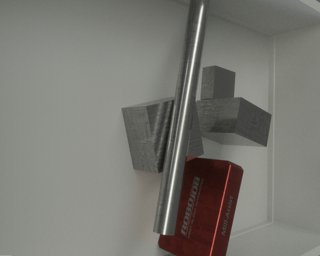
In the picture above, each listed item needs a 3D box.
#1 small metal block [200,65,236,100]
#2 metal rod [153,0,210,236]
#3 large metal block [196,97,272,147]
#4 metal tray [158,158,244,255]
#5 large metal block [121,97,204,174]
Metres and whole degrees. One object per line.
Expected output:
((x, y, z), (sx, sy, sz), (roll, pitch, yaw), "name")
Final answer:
((0.092, -0.067, 0.486), (0.050, 0.025, 0.050), (8, 85, -40), "small metal block")
((0.029, -0.030, 0.367), (0.025, 0.025, 0.299), (18, 76, -39), "metal rod")
((0.106, -0.007, 0.462), (0.080, 0.080, 0.050), (20, 77, -39), "large metal block")
((0.053, 0.106, 0.410), (0.030, 0.090, 0.130), (26, 74, -38), "metal tray")
((0.005, 0.005, 0.397), (0.081, 0.050, 0.079), (-17, 101, -39), "large metal block")
